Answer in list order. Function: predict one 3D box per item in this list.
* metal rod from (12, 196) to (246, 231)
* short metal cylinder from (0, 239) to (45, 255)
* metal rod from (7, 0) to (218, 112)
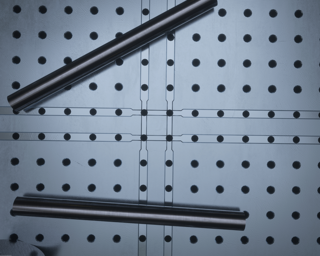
[{"bbox_3d":[-0.040,0.114,0.412,0.302,0.025,0.025,4,90,0],"label":"metal rod"},{"bbox_3d":[-0.191,0.181,0.384,0.080,0.080,0.050,19,90,0],"label":"short metal cylinder"},{"bbox_3d":[-0.062,-0.103,0.412,0.301,0.025,0.025,-28,90,0],"label":"metal rod"}]
